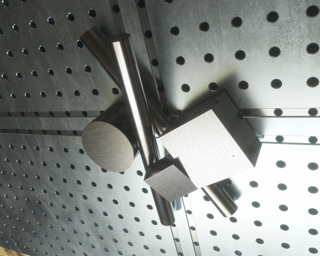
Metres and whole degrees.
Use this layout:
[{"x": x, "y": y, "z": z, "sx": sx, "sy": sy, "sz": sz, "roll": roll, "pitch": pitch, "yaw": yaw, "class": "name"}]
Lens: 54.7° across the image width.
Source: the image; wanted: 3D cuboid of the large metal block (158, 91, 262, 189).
[{"x": 0.060, "y": 0.016, "z": 0.368, "sx": 0.080, "sy": 0.050, "sz": 0.080, "roll": -30, "pitch": 102, "yaw": 38, "class": "large metal block"}]

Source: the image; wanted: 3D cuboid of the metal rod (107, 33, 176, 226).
[{"x": -0.015, "y": 0.026, "z": 0.405, "sx": 0.025, "sy": 0.025, "sz": 0.298, "roll": 6, "pitch": 129, "yaw": 25, "class": "metal rod"}]

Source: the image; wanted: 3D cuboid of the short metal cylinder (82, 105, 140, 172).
[{"x": -0.060, "y": 0.014, "z": 0.431, "sx": 0.080, "sy": 0.050, "sz": 0.079, "roll": 13, "pitch": 124, "yaw": 20, "class": "short metal cylinder"}]

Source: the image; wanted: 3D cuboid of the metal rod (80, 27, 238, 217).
[{"x": 0.004, "y": -0.001, "z": 0.403, "sx": 0.025, "sy": 0.025, "sz": 0.300, "roll": -32, "pitch": 102, "yaw": 38, "class": "metal rod"}]

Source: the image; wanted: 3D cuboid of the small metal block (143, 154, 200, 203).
[{"x": 0.016, "y": 0.063, "z": 0.396, "sx": 0.050, "sy": 0.025, "sz": 0.050, "roll": -33, "pitch": 115, "yaw": 30, "class": "small metal block"}]
